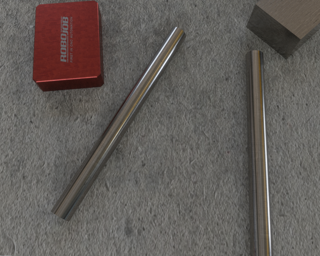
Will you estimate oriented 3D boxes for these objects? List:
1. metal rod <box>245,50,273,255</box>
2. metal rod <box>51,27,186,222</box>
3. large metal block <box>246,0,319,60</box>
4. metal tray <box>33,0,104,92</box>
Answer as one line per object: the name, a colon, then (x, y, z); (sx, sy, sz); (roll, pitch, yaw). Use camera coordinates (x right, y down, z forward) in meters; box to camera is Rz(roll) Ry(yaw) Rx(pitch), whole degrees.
metal rod: (0.126, 0.035, 0.397); (0.025, 0.025, 0.299); (4, 70, 1)
metal rod: (-0.046, -0.018, 0.414); (0.025, 0.025, 0.300); (28, 72, 9)
large metal block: (0.191, -0.163, 0.457); (0.080, 0.050, 0.080); (-41, 75, -14)
metal tray: (-0.131, -0.120, 0.448); (0.091, 0.030, 0.129); (-5, 70, -3)
